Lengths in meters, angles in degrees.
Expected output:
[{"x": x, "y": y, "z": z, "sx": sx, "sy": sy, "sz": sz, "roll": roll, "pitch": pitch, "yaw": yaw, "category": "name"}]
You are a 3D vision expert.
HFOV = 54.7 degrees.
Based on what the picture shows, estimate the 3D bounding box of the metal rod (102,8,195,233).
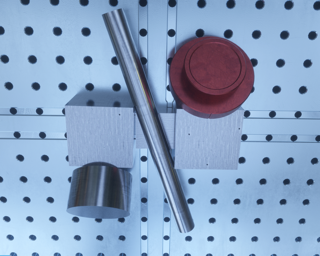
[{"x": -0.008, "y": 0.006, "z": 0.388, "sx": 0.025, "sy": 0.025, "sz": 0.298, "roll": -16, "pitch": 110, "yaw": 6, "category": "metal rod"}]

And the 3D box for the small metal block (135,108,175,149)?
[{"x": -0.006, "y": 0.000, "z": 0.414, "sx": 0.050, "sy": 0.025, "sz": 0.050, "roll": 1, "pitch": 110, "yaw": -1, "category": "small metal block"}]

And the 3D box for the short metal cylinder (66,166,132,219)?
[{"x": -0.078, "y": 0.087, "z": 0.408, "sx": 0.080, "sy": 0.050, "sz": 0.080, "roll": 1, "pitch": 153, "yaw": 1, "category": "short metal cylinder"}]

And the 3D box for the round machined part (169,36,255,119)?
[{"x": 0.060, "y": -0.063, "z": 0.355, "sx": 0.099, "sy": 0.042, "sz": 0.098, "roll": 0, "pitch": 75, "yaw": -1, "category": "round machined part"}]

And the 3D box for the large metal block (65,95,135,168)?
[{"x": -0.073, "y": 0.003, "z": 0.401, "sx": 0.081, "sy": 0.050, "sz": 0.079, "roll": 2, "pitch": 110, "yaw": -1, "category": "large metal block"}]

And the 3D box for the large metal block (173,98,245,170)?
[{"x": 0.059, "y": 0.007, "z": 0.404, "sx": 0.081, "sy": 0.050, "sz": 0.079, "roll": 1, "pitch": 110, "yaw": -1, "category": "large metal block"}]
